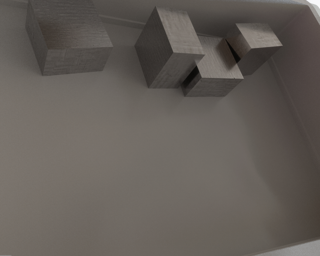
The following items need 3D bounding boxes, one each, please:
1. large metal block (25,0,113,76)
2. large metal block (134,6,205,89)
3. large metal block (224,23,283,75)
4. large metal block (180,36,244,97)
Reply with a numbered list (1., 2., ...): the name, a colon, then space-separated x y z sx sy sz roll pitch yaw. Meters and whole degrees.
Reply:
1. large metal block: -0.118 -0.117 0.397 0.081 0.050 0.080 -13 68 -33
2. large metal block: 0.010 -0.112 0.444 0.050 0.080 0.080 -4 64 -30
3. large metal block: 0.143 -0.131 0.527 0.081 0.080 0.050 -14 69 -34
4. large metal block: 0.072 -0.096 0.486 0.081 0.050 0.080 -4 64 -30
